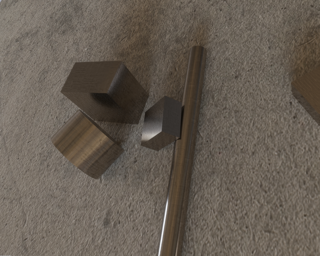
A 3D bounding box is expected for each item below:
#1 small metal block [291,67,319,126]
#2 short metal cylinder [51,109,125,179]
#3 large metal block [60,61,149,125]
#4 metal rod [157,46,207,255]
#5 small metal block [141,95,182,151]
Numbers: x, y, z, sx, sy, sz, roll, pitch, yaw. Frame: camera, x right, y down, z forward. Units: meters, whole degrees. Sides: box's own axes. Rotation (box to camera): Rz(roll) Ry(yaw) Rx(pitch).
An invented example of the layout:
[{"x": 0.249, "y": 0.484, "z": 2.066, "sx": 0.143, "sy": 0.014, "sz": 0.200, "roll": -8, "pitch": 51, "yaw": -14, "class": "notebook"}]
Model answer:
[{"x": 0.179, "y": -0.038, "z": 0.333, "sx": 0.050, "sy": 0.025, "sz": 0.050, "roll": -30, "pitch": 52, "yaw": 8, "class": "small metal block"}, {"x": -0.093, "y": 0.021, "z": 0.403, "sx": 0.050, "sy": 0.080, "sz": 0.080, "roll": -47, "pitch": 52, "yaw": -5, "class": "short metal cylinder"}, {"x": -0.075, "y": -0.048, "z": 0.436, "sx": 0.080, "sy": 0.080, "sz": 0.050, "roll": 5, "pitch": 64, "yaw": 30, "class": "large metal block"}, {"x": 0.030, "y": 0.023, "z": 0.373, "sx": 0.025, "sy": 0.025, "sz": 0.299, "roll": -4, "pitch": 60, "yaw": 26, "class": "metal rod"}, {"x": 0.002, "y": -0.005, "z": 0.390, "sx": 0.050, "sy": 0.025, "sz": 0.050, "roll": -36, "pitch": 41, "yaw": 50, "class": "small metal block"}]
